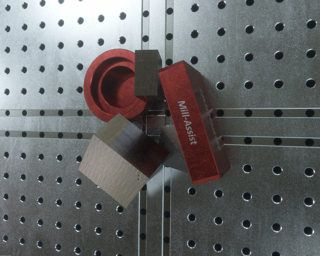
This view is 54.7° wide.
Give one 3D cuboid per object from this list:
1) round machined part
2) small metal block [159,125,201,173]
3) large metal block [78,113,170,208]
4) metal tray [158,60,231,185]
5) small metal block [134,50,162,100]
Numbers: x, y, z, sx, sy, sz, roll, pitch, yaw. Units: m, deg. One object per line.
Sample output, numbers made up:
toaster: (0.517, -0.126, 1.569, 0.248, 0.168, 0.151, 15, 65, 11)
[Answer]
round machined part: (-0.050, -0.054, 0.420, 0.098, 0.042, 0.097, 0, 90, 19)
small metal block: (0.026, 0.026, 0.397, 0.050, 0.025, 0.050, 14, 99, 30)
large metal block: (-0.047, 0.042, 0.391, 0.080, 0.050, 0.080, 38, 134, 4)
metal tray: (0.044, -0.006, 0.362, 0.030, 0.090, 0.129, -19, 84, 19)
small metal block: (-0.012, -0.059, 0.359, 0.025, 0.050, 0.050, 0, 89, 6)
